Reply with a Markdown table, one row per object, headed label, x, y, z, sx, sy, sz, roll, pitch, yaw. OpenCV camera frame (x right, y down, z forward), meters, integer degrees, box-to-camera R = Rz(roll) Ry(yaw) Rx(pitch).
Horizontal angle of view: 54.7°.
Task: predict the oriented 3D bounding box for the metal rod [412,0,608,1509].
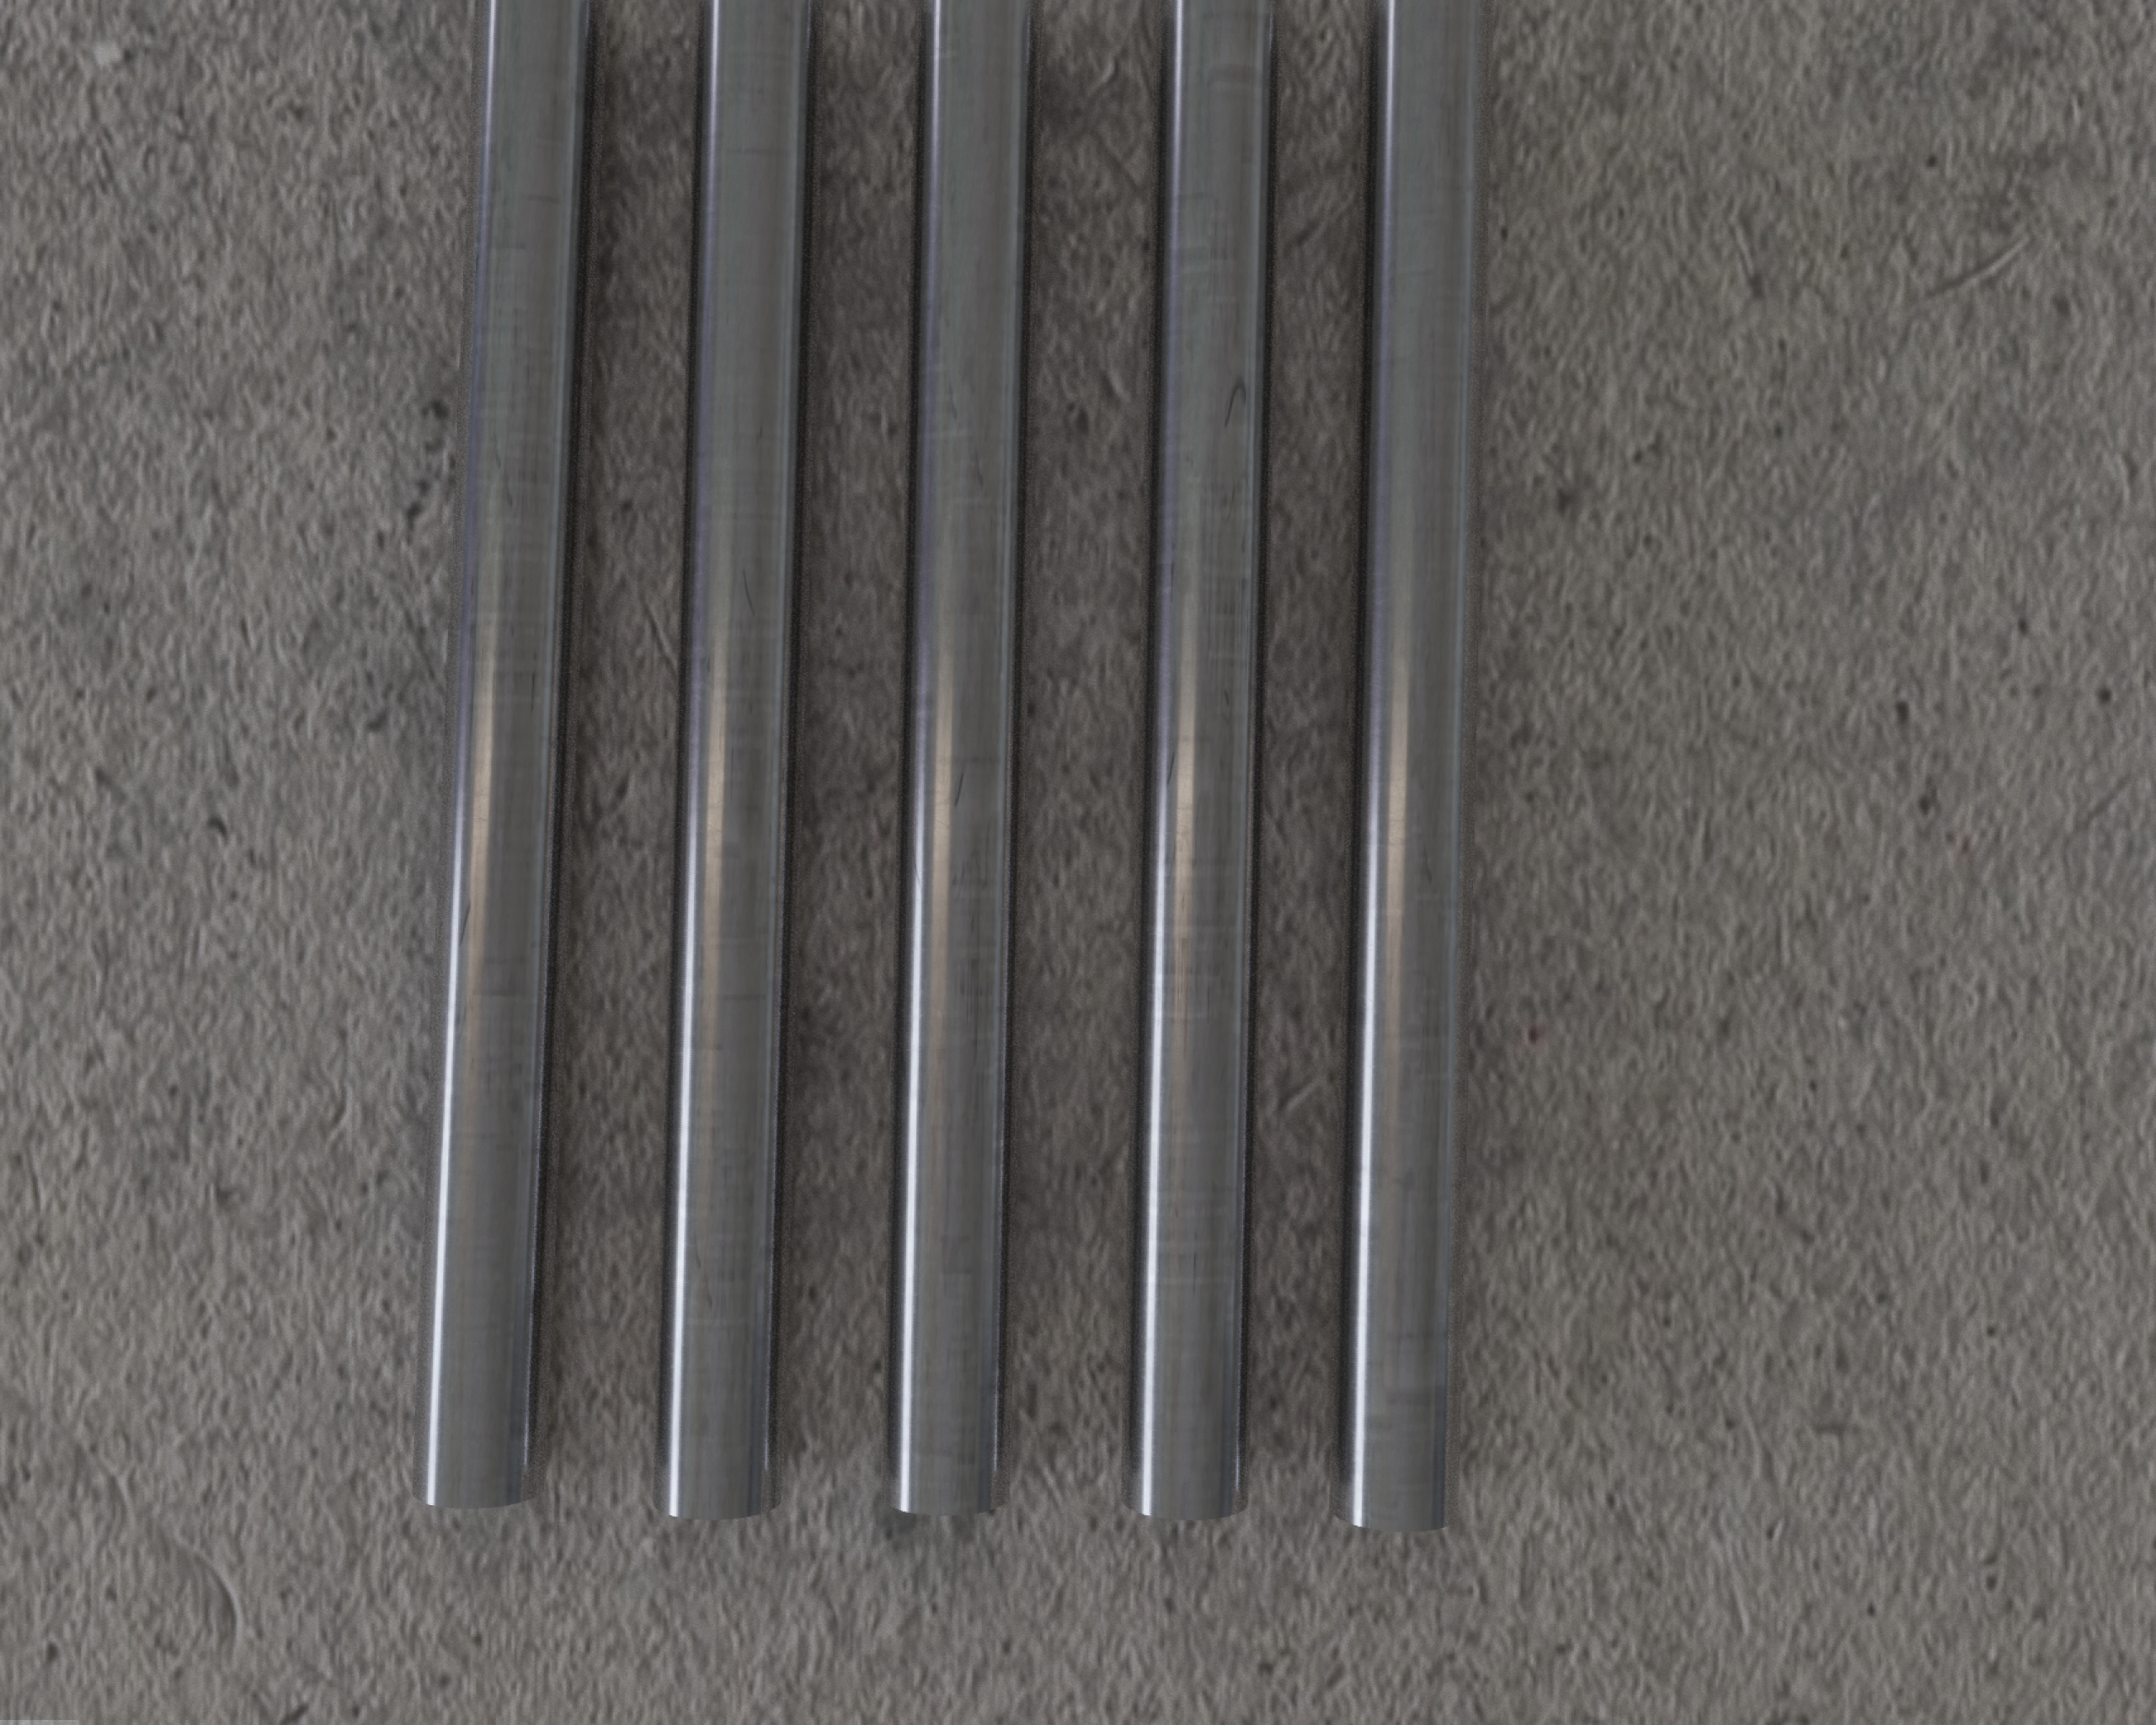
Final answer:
| label | x | y | z | sx | sy | sz | roll | pitch | yaw |
| --- | --- | --- | --- | --- | --- | --- | --- | --- | --- |
| metal rod | -0.111 | -0.026 | 0.408 | 0.025 | 0.025 | 0.298 | 2 | 90 | 0 |

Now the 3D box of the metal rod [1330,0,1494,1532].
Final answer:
| label | x | y | z | sx | sy | sz | roll | pitch | yaw |
| --- | --- | --- | --- | --- | --- | --- | --- | --- | --- |
| metal rod | 0.066 | -0.022 | 0.410 | 0.025 | 0.025 | 0.298 | 1 | 90 | 0 |

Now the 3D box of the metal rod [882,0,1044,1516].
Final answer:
| label | x | y | z | sx | sy | sz | roll | pitch | yaw |
| --- | --- | --- | --- | --- | --- | --- | --- | --- | --- |
| metal rod | -0.022 | -0.025 | 0.409 | 0.025 | 0.025 | 0.298 | 1 | 90 | 0 |

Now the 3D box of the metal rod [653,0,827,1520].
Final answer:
| label | x | y | z | sx | sy | sz | roll | pitch | yaw |
| --- | --- | --- | --- | --- | --- | --- | --- | --- | --- |
| metal rod | -0.066 | -0.024 | 0.409 | 0.025 | 0.025 | 0.298 | 2 | 90 | 0 |

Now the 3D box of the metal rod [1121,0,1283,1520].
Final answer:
| label | x | y | z | sx | sy | sz | roll | pitch | yaw |
| --- | --- | --- | --- | --- | --- | --- | --- | --- | --- |
| metal rod | 0.024 | -0.024 | 0.409 | 0.025 | 0.025 | 0.298 | 1 | 90 | 0 |
